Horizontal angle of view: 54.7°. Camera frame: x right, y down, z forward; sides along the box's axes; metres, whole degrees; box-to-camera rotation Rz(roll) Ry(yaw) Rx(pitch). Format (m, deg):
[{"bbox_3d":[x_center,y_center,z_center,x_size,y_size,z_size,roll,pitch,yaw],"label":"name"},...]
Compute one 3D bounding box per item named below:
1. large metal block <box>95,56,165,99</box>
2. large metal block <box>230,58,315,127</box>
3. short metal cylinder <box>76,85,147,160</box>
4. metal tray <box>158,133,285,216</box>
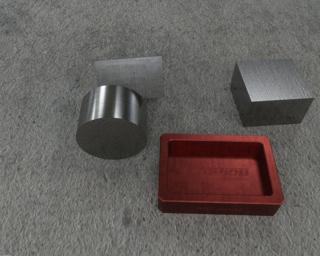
[{"bbox_3d":[-0.040,-0.066,0.416,0.081,0.050,0.080,-6,10,-5],"label":"large metal block"},{"bbox_3d":[0.150,-0.050,0.430,0.081,0.050,0.080,-4,50,-3],"label":"large metal block"},{"bbox_3d":[-0.056,-0.005,0.371,0.081,0.080,0.050,-2,50,-2],"label":"short metal cylinder"},{"bbox_3d":[0.065,0.051,0.357,0.131,0.030,0.090,1,50,1],"label":"metal tray"}]
